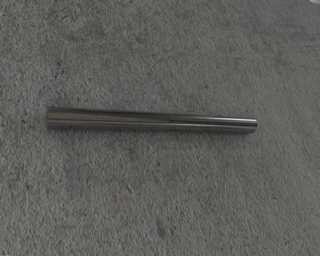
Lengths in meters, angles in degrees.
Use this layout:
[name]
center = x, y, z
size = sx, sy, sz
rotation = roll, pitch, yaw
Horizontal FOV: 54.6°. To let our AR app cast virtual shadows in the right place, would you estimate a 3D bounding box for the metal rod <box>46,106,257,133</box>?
[metal rod]
center = 0.009, -0.008, 0.414
size = 0.302, 0.025, 0.025
rotation = 2, 61, -27
